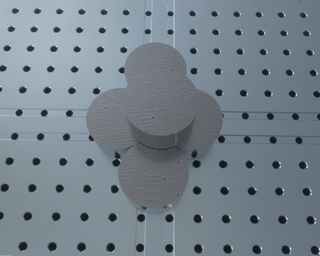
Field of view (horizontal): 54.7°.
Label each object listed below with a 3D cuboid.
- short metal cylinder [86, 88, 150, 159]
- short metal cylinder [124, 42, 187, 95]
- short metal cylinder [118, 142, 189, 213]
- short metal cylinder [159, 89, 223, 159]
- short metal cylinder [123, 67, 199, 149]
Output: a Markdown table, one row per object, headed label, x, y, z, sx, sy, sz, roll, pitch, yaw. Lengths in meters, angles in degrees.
| label | x | y | z | sx | sy | sz | roll | pitch | yaw |
| --- | --- | --- | --- | --- | --- | --- | --- | --- | --- |
| short metal cylinder | -0.049 | -0.005 | 0.400 | 0.081 | 0.050 | 0.080 | 0 | 70 | 0 |
| short metal cylinder | -0.006 | -0.068 | 0.423 | 0.081 | 0.050 | 0.080 | 0 | 70 | -1 |
| short metal cylinder | -0.007 | 0.060 | 0.376 | 0.081 | 0.050 | 0.080 | 0 | 68 | 0 |
| short metal cylinder | 0.036 | -0.004 | 0.399 | 0.081 | 0.050 | 0.080 | 0 | 70 | 0 |
| short metal cylinder | 0.001 | -0.021 | 0.352 | 0.081 | 0.050 | 0.080 | 0 | 70 | 0 |
